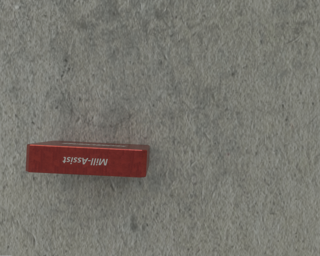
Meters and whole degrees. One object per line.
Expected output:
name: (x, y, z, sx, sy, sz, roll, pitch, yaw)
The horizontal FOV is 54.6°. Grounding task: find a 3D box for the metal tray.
metal tray: (-0.080, 0.035, 0.377, 0.131, 0.090, 0.030, 3, 90, 0)
